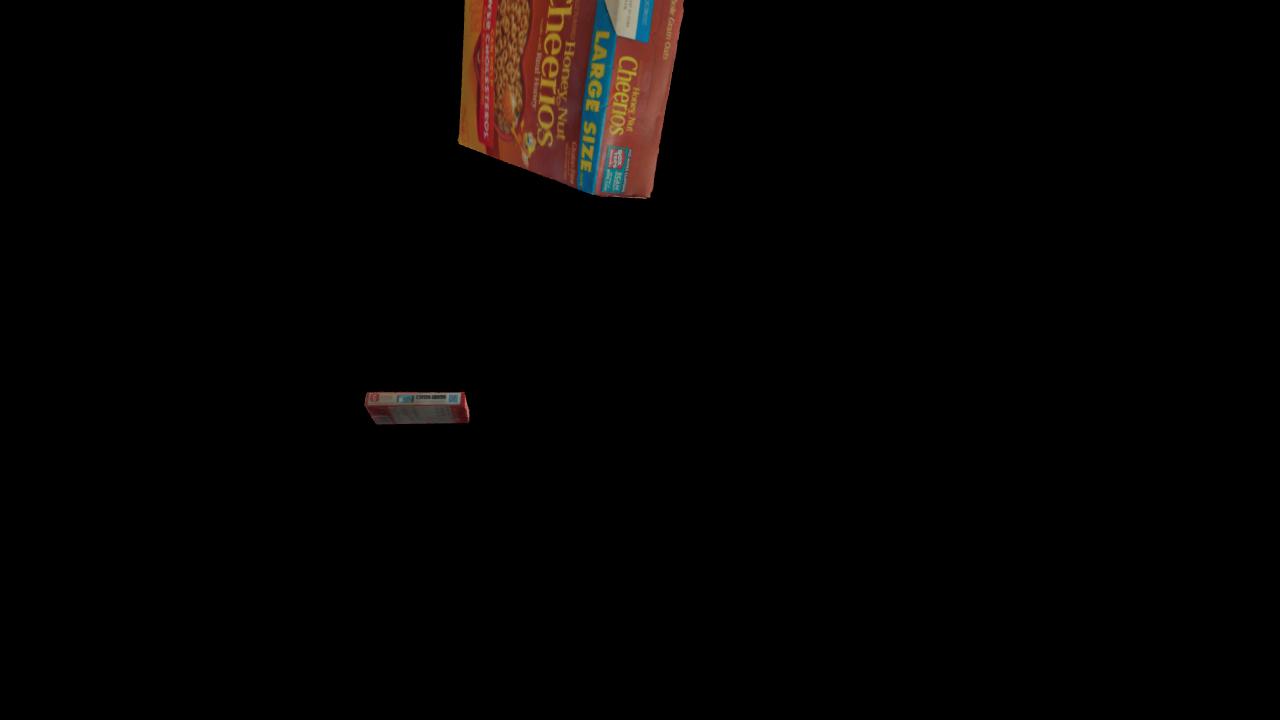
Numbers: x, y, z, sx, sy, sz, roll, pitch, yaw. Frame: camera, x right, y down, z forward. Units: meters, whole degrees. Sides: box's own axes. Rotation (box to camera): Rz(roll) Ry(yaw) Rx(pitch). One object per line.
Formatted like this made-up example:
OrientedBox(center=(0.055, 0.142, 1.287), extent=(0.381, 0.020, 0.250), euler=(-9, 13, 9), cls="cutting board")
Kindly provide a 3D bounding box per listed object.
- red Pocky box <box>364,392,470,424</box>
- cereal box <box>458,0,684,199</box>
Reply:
OrientedBox(center=(-0.366, 0.080, 1.022), extent=(0.155, 0.028, 0.083), euler=(1, -28, -10), cls="red Pocky box")
OrientedBox(center=(-0.088, -0.296, 0.622), extent=(0.081, 0.203, 0.306), euler=(-8, 28, -37), cls="cereal box")
